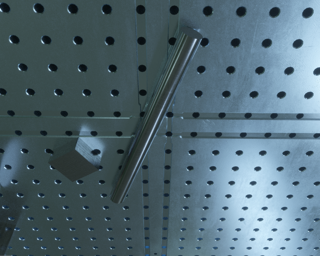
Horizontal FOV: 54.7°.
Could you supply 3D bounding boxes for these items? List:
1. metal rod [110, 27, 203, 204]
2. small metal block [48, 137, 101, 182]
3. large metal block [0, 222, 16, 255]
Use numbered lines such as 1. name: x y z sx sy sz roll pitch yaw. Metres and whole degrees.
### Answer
1. metal rod: -0.018 0.006 0.416 0.025 0.025 0.298 16 128 -13
2. small metal block: -0.123 0.047 0.450 0.050 0.025 0.050 -26 126 20
3. large metal block: -0.310 0.228 0.567 0.050 0.080 0.079 20 127 -16
